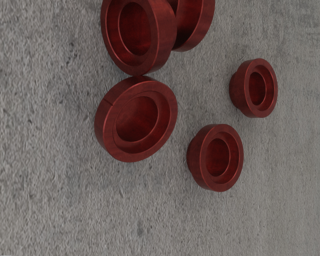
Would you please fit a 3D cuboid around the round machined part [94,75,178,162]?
[{"bbox_3d":[-0.031,-0.013,0.353,0.099,0.042,0.097,-22,127,-31],"label":"round machined part"}]

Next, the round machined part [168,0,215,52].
[{"bbox_3d":[0.014,-0.142,0.369,0.042,0.098,0.097,-4,93,-40],"label":"round machined part"}]

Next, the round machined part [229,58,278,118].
[{"bbox_3d":[0.154,-0.065,0.522,0.099,0.042,0.097,0,90,-40],"label":"round machined part"}]

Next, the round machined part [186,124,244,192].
[{"bbox_3d":[0.077,0.043,0.458,0.099,0.042,0.097,0,90,-40],"label":"round machined part"}]

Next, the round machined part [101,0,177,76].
[{"bbox_3d":[-0.020,-0.109,0.340,0.042,0.098,0.097,-25,106,-37],"label":"round machined part"}]
